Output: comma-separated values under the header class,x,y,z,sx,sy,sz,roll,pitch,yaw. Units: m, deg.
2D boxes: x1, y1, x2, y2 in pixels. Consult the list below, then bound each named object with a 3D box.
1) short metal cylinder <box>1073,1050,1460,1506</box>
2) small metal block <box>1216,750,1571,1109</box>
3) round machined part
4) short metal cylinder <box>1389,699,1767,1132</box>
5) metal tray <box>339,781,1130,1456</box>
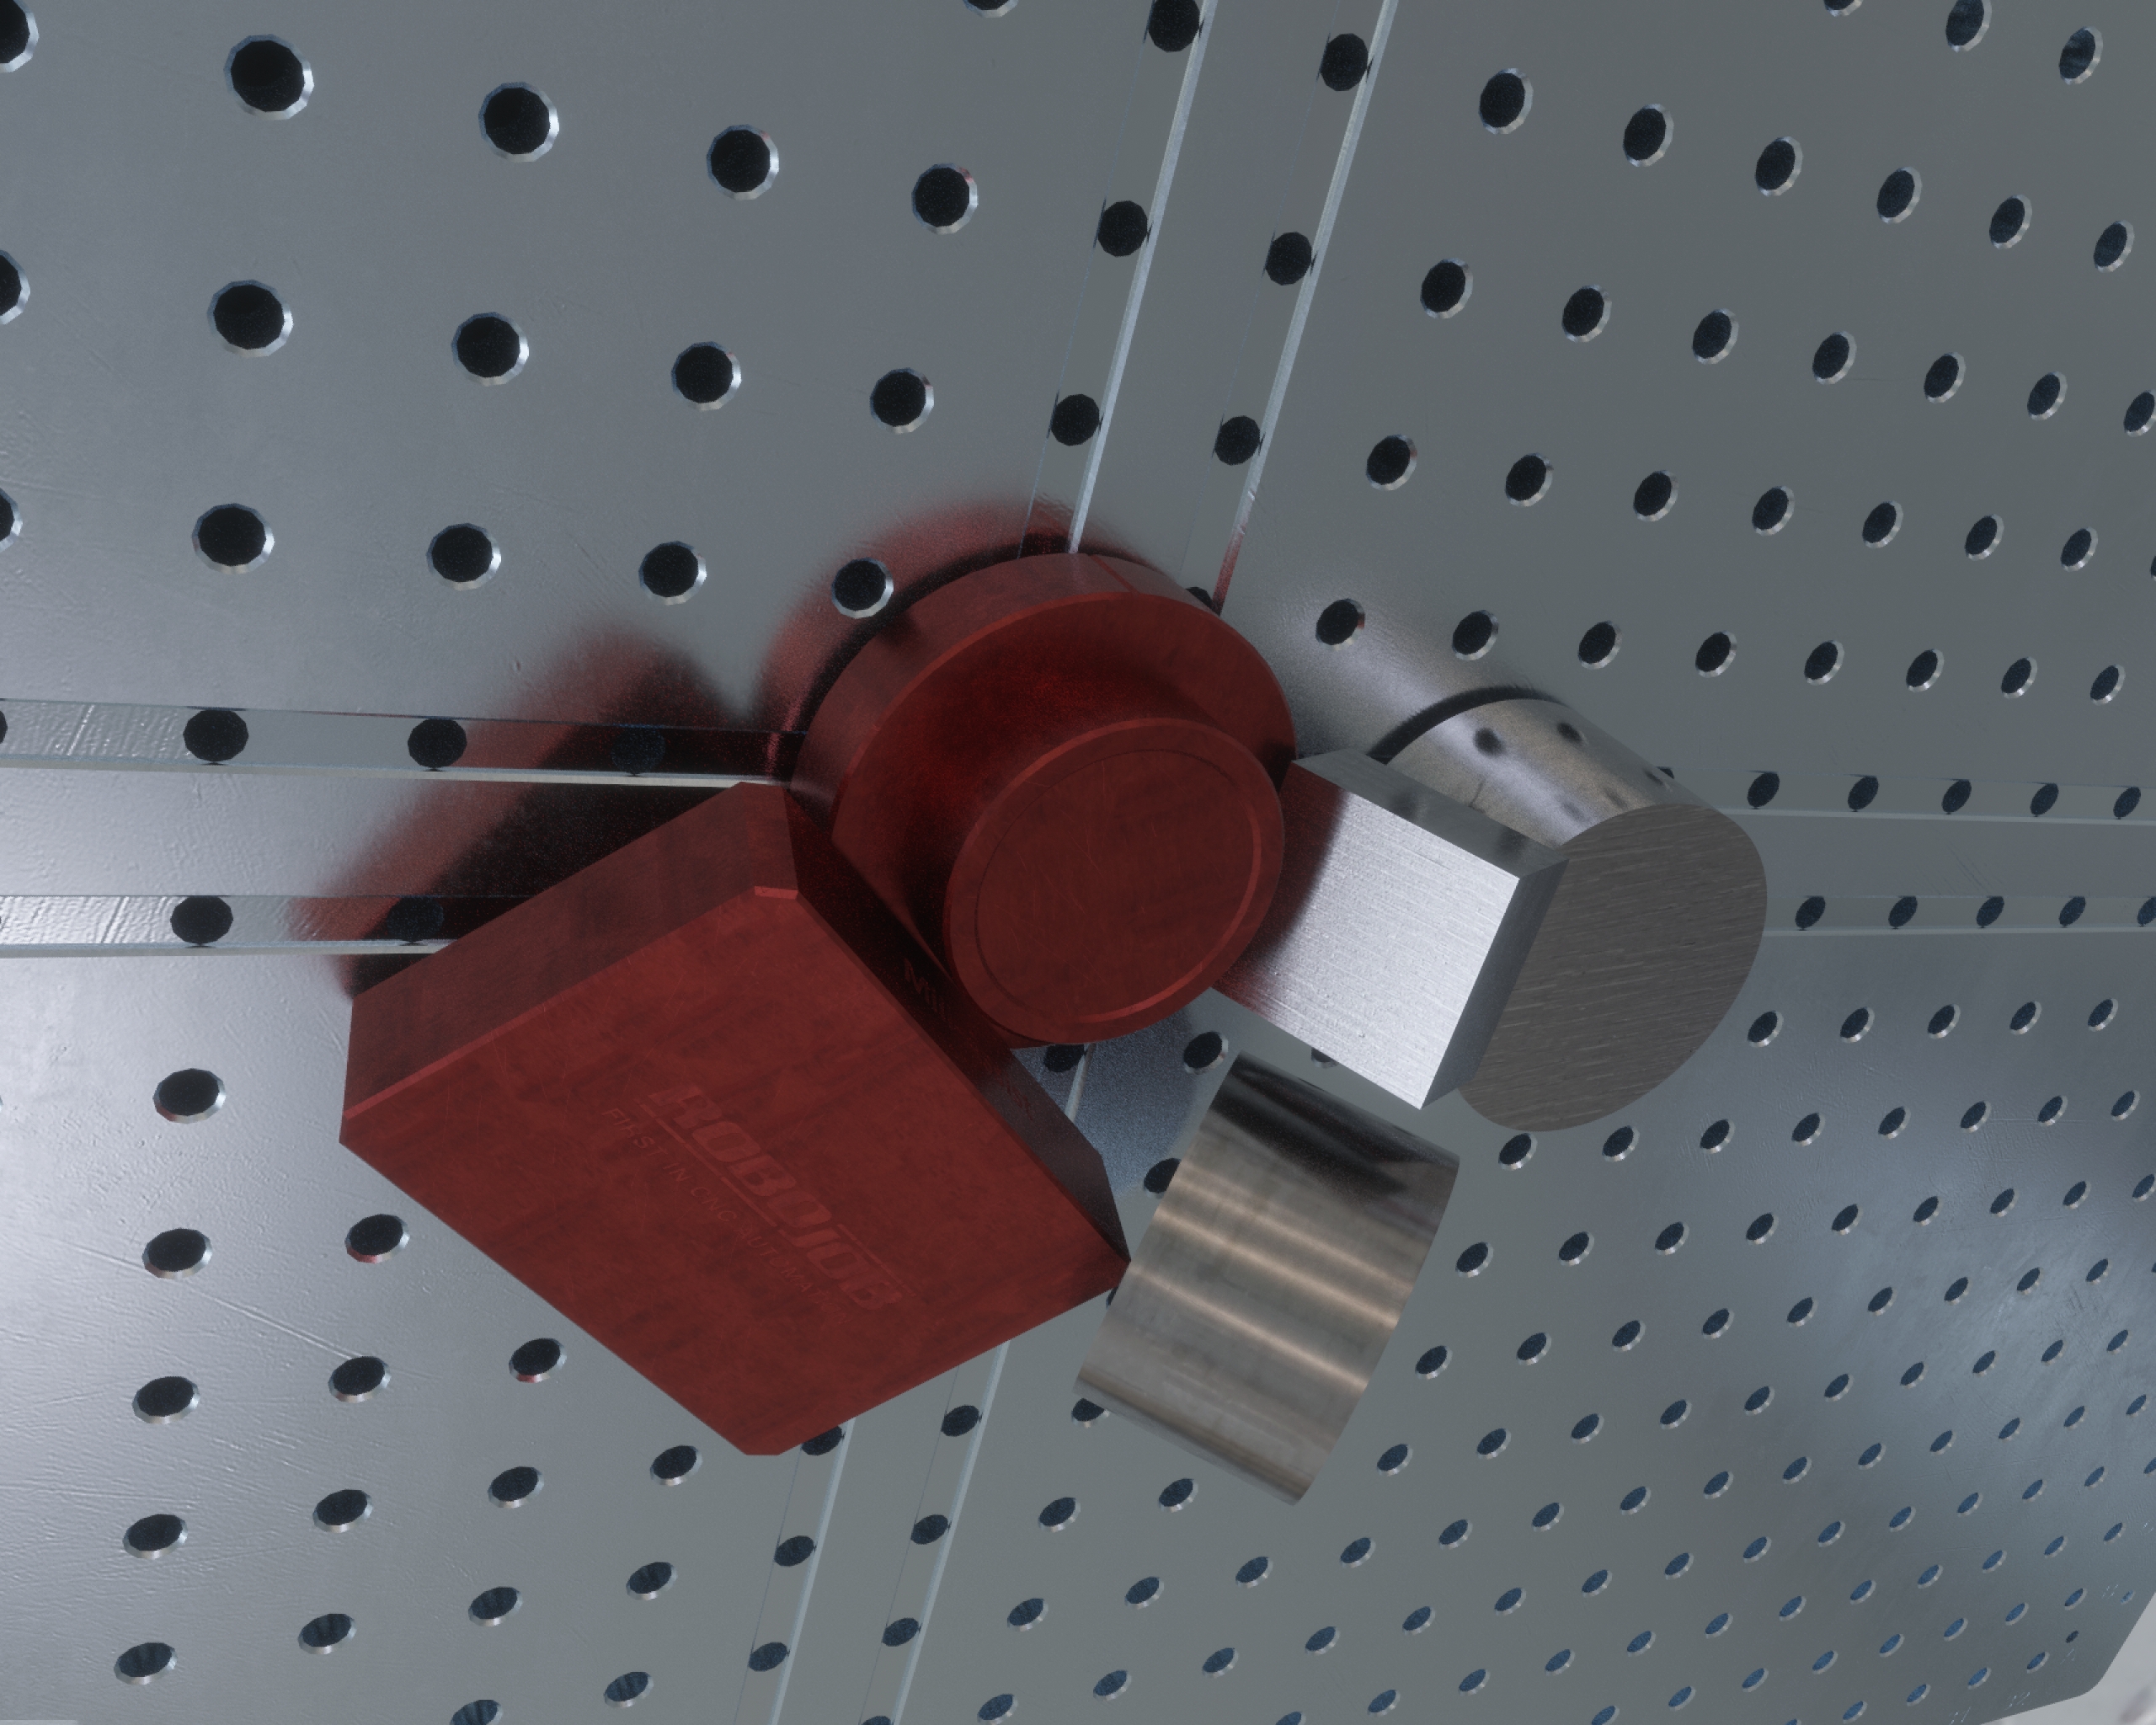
class,x,y,z,sx,sy,sz,roll,pitch,yaw
short metal cylinder,0.040,0.086,0.438,0.050,0.080,0.079,26,110,8
small metal block,0.060,0.012,0.407,0.025,0.050,0.050,-15,129,-55
round machined part,-0.001,-0.005,0.391,0.099,0.042,0.097,-14,124,-21
short metal cylinder,0.100,0.011,0.452,0.081,0.050,0.079,-14,124,-21
metal tray,-0.059,0.054,0.389,0.090,0.030,0.130,-29,130,9
